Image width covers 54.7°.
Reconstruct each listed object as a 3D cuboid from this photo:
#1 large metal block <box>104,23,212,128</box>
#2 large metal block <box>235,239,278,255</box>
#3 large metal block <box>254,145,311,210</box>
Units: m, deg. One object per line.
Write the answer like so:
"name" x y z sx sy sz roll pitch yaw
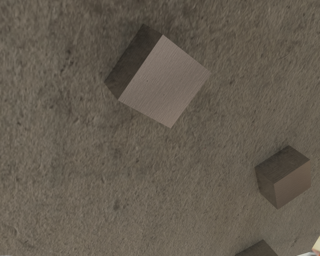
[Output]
"large metal block" -0.003 -0.058 0.355 0.080 0.050 0.080 28 103 -38
"large metal block" 0.220 0.316 0.710 0.081 0.050 0.079 -21 127 -17
"large metal block" 0.230 0.092 0.577 0.080 0.050 0.080 -31 129 -9
